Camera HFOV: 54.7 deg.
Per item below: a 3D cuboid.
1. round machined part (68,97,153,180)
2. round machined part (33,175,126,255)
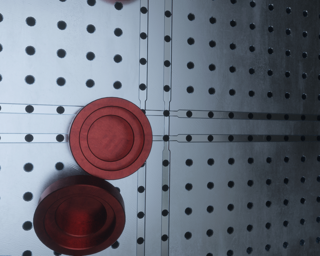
[{"bbox_3d":[-0.062,0.013,0.381,0.099,0.042,0.097,0,89,-21],"label":"round machined part"},{"bbox_3d":[-0.090,0.096,0.358,0.099,0.042,0.097,-4,113,-8],"label":"round machined part"}]
